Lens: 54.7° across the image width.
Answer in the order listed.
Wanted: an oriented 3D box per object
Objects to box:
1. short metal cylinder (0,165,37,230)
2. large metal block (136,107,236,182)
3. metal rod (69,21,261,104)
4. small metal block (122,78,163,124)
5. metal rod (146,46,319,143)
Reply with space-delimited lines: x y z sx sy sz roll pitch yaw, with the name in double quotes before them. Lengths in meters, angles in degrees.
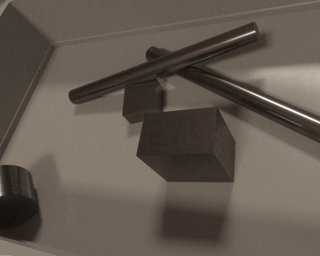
"short metal cylinder" -0.214 0.095 0.422 0.080 0.080 0.050 -34 52 5
"large metal block" 0.032 0.022 0.339 0.080 0.080 0.050 -4 60 26
"metal rod" -0.013 -0.082 0.435 0.300 0.025 0.025 -14 56 29
"small metal block" -0.023 -0.038 0.440 0.050 0.025 0.050 -12 57 21
"metal rod" 0.087 -0.049 0.389 0.300 0.025 0.025 33 80 38
